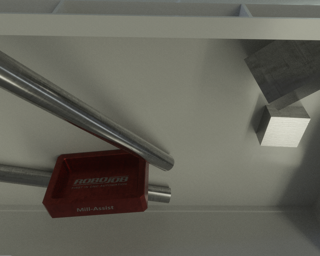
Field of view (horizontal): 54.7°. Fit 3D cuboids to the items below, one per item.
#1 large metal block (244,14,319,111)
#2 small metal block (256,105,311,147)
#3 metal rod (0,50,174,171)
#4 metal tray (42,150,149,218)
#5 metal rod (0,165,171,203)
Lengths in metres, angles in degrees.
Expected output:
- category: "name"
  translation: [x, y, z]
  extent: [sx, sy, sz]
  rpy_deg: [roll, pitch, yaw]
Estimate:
- category: "large metal block"
  translation: [0.142, -0.062, 0.316]
  extent: [0.080, 0.050, 0.080]
  rpy_deg: [-30, 165, 23]
- category: "small metal block"
  translation: [0.161, -0.002, 0.410]
  extent: [0.050, 0.025, 0.050]
  rpy_deg: [2, 130, -3]
- category: "metal rod"
  translation: [-0.063, -0.001, 0.335]
  extent: [0.025, 0.025, 0.301]
  rpy_deg: [-25, 148, 20]
- category: "metal tray"
  translation: [-0.083, 0.073, 0.427]
  extent: [0.131, 0.090, 0.030]
  rpy_deg: [-5, 130, 4]
- category: "metal rod"
  translation: [-0.132, 0.085, 0.479]
  extent: [0.302, 0.025, 0.025]
  rpy_deg: [9, 130, -9]
